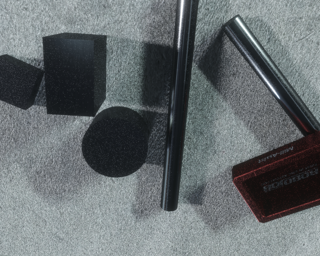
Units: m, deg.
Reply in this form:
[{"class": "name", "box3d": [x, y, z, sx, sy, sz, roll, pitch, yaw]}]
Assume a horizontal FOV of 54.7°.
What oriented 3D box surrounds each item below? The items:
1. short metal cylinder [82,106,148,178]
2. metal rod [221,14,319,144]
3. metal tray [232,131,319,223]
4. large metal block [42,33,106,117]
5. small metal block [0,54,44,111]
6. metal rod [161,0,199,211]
[{"class": "short metal cylinder", "box3d": [-0.055, 0.017, 0.402, 0.081, 0.050, 0.079, 0, 110, -1]}, {"class": "metal rod", "box3d": [0.181, -0.020, 0.405, 0.025, 0.025, 0.300, -40, 106, 13]}, {"class": "metal tray", "box3d": [0.176, 0.070, 0.420, 0.130, 0.030, 0.090, -27, 110, 21]}, {"class": "large metal block", "box3d": [-0.093, -0.064, 0.355, 0.050, 0.080, 0.079, 4, 110, -2]}, {"class": "small metal block", "box3d": [-0.180, -0.057, 0.386, 0.050, 0.025, 0.050, 24, 108, -9]}, {"class": "metal rod", "box3d": [0.023, -0.025, 0.400, 0.025, 0.025, 0.298, 3, 110, -2]}]
